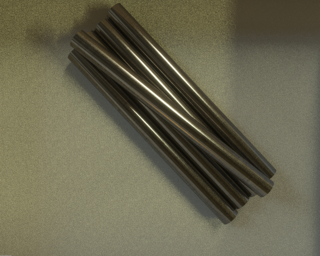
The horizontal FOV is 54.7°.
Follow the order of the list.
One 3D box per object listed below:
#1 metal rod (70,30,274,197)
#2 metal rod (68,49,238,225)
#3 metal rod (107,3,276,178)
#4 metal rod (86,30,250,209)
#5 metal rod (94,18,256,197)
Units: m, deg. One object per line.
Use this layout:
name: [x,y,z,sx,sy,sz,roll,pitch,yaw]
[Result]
metal rod: [0.015,-0.017,0.384,0.300,0.025,0.025,39,90,0]
metal rod: [-0.009,0.009,0.410,0.025,0.025,0.300,-43,90,0]
metal rod: [0.042,-0.046,0.410,0.025,0.025,0.300,-43,90,0]
metal rod: [0.006,-0.011,0.410,0.025,0.025,0.300,-43,90,0]
metal rod: [0.025,-0.026,0.410,0.025,0.025,0.300,-43,90,0]
